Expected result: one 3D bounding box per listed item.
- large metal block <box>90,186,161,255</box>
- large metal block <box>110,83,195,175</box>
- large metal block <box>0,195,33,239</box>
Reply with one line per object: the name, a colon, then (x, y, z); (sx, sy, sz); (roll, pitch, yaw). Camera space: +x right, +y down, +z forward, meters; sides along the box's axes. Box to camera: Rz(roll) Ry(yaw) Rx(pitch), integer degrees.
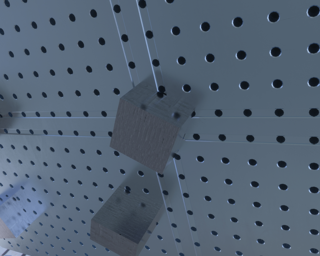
large metal block: (-0.055, 0.153, 0.500); (0.080, 0.080, 0.050); (23, 127, 15)
large metal block: (-0.012, 0.001, 0.402); (0.080, 0.050, 0.079); (27, 128, 11)
large metal block: (-0.355, 0.205, 0.710); (0.080, 0.050, 0.080); (-15, 111, 34)
